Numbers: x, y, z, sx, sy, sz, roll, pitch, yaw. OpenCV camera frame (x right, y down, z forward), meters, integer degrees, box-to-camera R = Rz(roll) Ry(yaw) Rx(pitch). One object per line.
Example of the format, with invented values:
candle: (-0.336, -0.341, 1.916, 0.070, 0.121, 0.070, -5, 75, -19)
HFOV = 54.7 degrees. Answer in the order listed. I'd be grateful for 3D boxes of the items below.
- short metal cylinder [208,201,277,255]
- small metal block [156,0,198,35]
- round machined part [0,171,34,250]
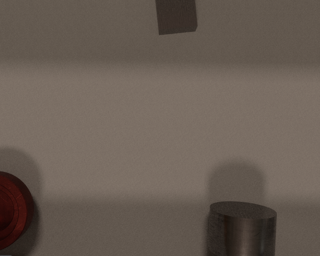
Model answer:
short metal cylinder: (0.102, 0.126, 0.385, 0.081, 0.080, 0.050, 3, 90, -1)
small metal block: (0.021, -0.154, 0.412, 0.050, 0.025, 0.050, -6, 90, -1)
round machined part: (-0.212, 0.104, 0.400, 0.099, 0.042, 0.097, 0, 90, -1)
